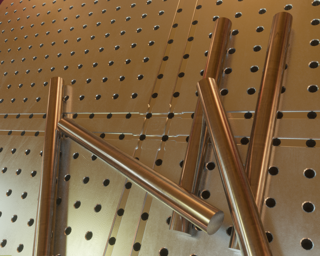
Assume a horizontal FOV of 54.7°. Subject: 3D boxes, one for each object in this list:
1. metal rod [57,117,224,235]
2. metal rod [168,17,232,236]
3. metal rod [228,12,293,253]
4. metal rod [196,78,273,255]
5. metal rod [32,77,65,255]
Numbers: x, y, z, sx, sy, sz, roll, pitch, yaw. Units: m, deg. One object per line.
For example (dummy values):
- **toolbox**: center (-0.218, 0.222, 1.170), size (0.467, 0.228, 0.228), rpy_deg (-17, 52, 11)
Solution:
- **metal rod**: center (-0.049, 0.041, 0.387), size (0.300, 0.025, 0.025), rpy_deg (25, 75, 42)
- **metal rod**: center (0.057, -0.021, 0.390), size (0.025, 0.025, 0.300), rpy_deg (1, 62, 28)
- **metal rod**: center (0.120, -0.013, 0.352), size (0.025, 0.025, 0.300), rpy_deg (4, 63, 30)
- **metal rod**: center (0.076, 0.069, 0.292), size (0.025, 0.025, 0.299), rpy_deg (-21, 54, 16)
- **metal rod**: center (-0.164, 0.039, 0.467), size (0.025, 0.025, 0.299), rpy_deg (-20, 54, 16)
